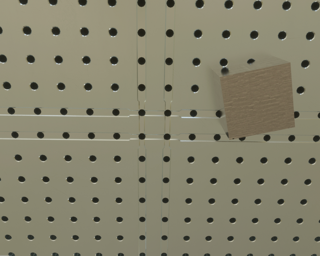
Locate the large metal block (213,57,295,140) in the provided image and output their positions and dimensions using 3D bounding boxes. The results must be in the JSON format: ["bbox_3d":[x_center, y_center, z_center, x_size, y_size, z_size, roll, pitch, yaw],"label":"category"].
[{"bbox_3d":[0.116,-0.038,0.388,0.080,0.050,0.079,-12,110,4],"label":"large metal block"}]
